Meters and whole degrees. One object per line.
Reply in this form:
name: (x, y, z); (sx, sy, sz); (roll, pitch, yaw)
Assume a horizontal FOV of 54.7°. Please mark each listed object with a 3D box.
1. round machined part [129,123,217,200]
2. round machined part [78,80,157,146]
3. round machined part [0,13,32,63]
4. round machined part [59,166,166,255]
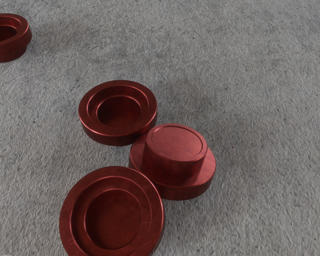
round machined part: (0.016, 0.031, 0.350); (0.099, 0.042, 0.098); (7, 35, -5)
round machined part: (-0.053, -0.015, 0.404); (0.099, 0.042, 0.098); (0, 50, 0)
round machined part: (-0.262, -0.145, 0.512); (0.099, 0.042, 0.098); (0, 50, 0)
round machined part: (-0.043, 0.090, 0.305); (0.099, 0.042, 0.098); (-3, 66, 6)
